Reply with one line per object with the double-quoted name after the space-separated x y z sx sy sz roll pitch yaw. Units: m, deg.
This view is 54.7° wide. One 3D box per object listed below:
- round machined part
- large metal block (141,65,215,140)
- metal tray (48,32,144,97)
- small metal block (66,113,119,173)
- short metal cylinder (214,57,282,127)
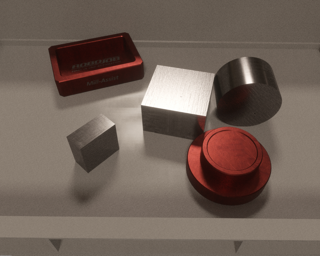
0.081 0.037 0.364 0.099 0.042 0.098 0 50 0 "round machined part"
0.026 -0.035 0.418 0.080 0.050 0.080 11 51 9 "large metal block"
-0.100 -0.103 0.486 0.131 0.030 0.090 -15 52 -13 "metal tray"
-0.079 0.019 0.372 0.025 0.050 0.050 36 59 26 "small metal block"
0.114 -0.046 0.410 0.081 0.080 0.050 1 50 0 "short metal cylinder"
